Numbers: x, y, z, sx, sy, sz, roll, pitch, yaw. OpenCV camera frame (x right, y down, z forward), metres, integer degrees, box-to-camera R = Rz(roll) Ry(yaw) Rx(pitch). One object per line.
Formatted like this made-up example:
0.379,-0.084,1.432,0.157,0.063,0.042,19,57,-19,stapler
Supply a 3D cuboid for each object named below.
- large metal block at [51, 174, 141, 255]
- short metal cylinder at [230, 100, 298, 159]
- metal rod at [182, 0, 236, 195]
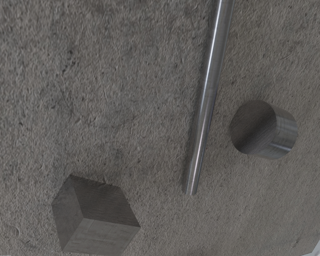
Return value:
-0.083,0.111,0.395,0.080,0.080,0.050,24,105,-37,large metal block
0.151,0.004,0.457,0.050,0.080,0.080,15,111,-34,short metal cylinder
0.062,-0.031,0.421,0.025,0.025,0.298,-8,122,-24,metal rod
